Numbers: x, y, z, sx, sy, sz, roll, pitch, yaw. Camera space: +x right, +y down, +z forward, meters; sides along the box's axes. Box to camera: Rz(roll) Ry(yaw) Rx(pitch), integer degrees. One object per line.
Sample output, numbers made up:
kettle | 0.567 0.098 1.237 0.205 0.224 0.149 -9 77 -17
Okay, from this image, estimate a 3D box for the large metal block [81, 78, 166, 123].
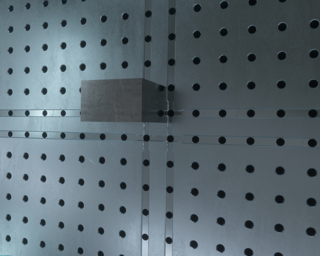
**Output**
large metal block | -0.044 -0.032 0.399 0.080 0.080 0.050 1 91 20
